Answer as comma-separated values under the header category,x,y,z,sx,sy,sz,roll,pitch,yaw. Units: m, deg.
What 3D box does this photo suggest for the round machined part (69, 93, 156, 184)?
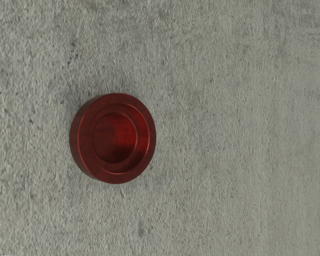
category,x,y,z,sx,sy,sz,roll,pitch,yaw
round machined part,-0.055,0.011,0.347,0.099,0.042,0.097,0,90,-40
